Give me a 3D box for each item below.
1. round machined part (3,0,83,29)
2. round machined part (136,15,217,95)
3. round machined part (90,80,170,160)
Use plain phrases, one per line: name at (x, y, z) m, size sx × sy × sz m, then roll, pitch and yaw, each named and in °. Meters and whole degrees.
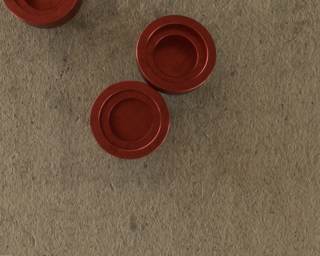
round machined part at (-0.147, -0.176, 0.400) m, size 0.099 × 0.042 × 0.097 m, roll 0°, pitch 90°, yaw 0°
round machined part at (0.019, -0.089, 0.397) m, size 0.099 × 0.042 × 0.097 m, roll 1°, pitch 83°, yaw -6°
round machined part at (-0.037, -0.010, 0.401) m, size 0.099 × 0.042 × 0.097 m, roll 0°, pitch 90°, yaw 0°
